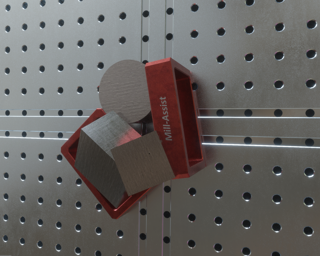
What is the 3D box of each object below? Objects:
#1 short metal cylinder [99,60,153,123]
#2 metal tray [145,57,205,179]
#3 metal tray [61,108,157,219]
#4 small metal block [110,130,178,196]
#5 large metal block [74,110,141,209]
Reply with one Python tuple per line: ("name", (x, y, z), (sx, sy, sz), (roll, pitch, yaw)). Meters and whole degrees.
("short metal cylinder", (-0.033, -0.046, 0.410), (0.080, 0.050, 0.079), (0, 90, 19))
("metal tray", (0.021, -0.010, 0.370), (0.030, 0.090, 0.129), (-10, 87, 19))
("metal tray", (-0.067, 0.048, 0.431), (0.090, 0.030, 0.130), (-45, 77, 14))
("small metal block", (-0.015, 0.036, 0.317), (0.050, 0.025, 0.050), (-23, 83, 7))
("large metal block", (-0.056, 0.040, 0.385), (0.080, 0.050, 0.079), (41, 138, 14))
